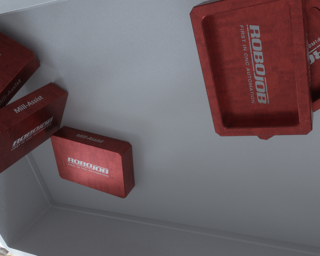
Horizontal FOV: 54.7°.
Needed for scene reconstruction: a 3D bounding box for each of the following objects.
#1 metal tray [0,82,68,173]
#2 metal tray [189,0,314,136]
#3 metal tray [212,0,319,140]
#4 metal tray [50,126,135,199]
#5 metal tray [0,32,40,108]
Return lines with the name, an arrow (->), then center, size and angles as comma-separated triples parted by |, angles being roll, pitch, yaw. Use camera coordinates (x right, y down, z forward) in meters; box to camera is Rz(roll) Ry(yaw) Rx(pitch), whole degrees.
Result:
metal tray -> -0.192, -0.002, 0.441 | 0.030, 0.131, 0.089 | 34, 129, 6
metal tray -> 0.087, -0.056, 0.285 | 0.090, 0.030, 0.129 | -2, 117, 29
metal tray -> 0.125, -0.056, 0.304 | 0.090, 0.030, 0.129 | 46, 129, -4
metal tray -> -0.107, 0.054, 0.495 | 0.130, 0.030, 0.089 | 13, 124, 21
metal tray -> -0.246, -0.071, 0.431 | 0.090, 0.130, 0.030 | 31, 164, 8
